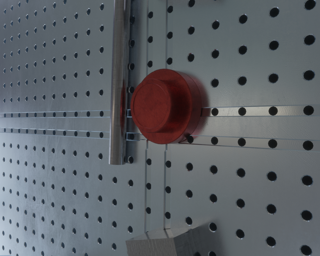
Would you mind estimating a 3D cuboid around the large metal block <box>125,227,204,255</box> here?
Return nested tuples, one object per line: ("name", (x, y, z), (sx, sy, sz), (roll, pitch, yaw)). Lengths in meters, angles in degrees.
("large metal block", (0.010, 0.172, 0.385), (0.080, 0.050, 0.080), (-20, 78, 38))

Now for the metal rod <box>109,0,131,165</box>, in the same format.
("metal rod", (-0.058, -0.096, 0.457), (0.025, 0.025, 0.298), (4, 92, 40))

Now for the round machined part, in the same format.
("round machined part", (0.000, -0.028, 0.398), (0.098, 0.042, 0.097), (0, 90, 40))
